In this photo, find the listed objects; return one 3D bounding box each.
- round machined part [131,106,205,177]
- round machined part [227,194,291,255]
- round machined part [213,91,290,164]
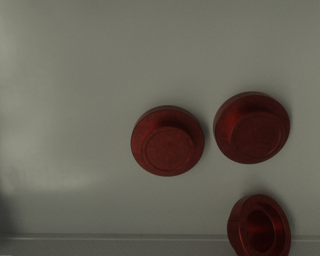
[{"bbox_3d":[0.010,0.022,0.410,0.099,0.042,0.097,0,110,0],"label":"round machined part"},{"bbox_3d":[0.134,0.146,0.438,0.098,0.098,0.042,38,146,-13],"label":"round machined part"},{"bbox_3d":[0.122,0.004,0.405,0.099,0.042,0.097,0,110,0],"label":"round machined part"}]
